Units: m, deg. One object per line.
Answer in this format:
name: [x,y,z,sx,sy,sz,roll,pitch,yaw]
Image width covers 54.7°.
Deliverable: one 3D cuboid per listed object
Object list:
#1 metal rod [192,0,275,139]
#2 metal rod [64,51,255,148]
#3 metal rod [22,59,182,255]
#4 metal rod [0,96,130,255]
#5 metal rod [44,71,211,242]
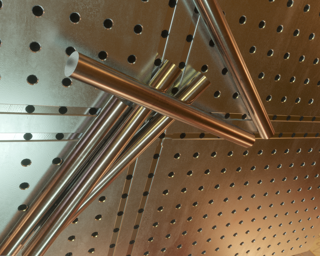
metal rod: [0.105,-0.080,0.421,0.025,0.025,0.300,-41,130,-1]
metal rod: [0.028,-0.020,0.380,0.302,0.025,0.025,19,108,-40]
metal rod: [-0.073,0.043,0.384,0.025,0.025,0.299,35,94,-39]
metal rod: [-0.137,0.083,0.388,0.025,0.025,0.299,32,100,-39]
metal rod: [-0.048,0.040,0.410,0.300,0.025,0.025,-45,130,3]
